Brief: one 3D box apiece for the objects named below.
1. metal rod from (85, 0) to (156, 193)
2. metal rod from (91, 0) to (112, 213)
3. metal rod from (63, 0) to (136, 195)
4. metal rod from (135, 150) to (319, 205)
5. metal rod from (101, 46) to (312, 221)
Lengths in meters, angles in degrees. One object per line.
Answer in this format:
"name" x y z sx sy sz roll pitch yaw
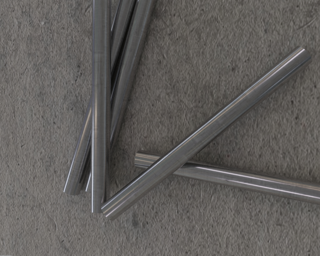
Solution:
"metal rod" -0.053 -0.053 0.427 0.025 0.025 0.298 18 96 19
"metal rod" -0.078 -0.040 0.408 0.025 0.025 0.298 1 90 20
"metal rod" -0.084 -0.048 0.438 0.025 0.025 0.298 20 97 19
"metal rod" 0.111 0.063 0.369 0.301 0.025 0.025 9 93 19
"metal rod" 0.049 0.011 0.371 0.300 0.025 0.025 -40 77 8
